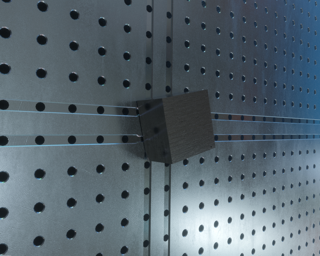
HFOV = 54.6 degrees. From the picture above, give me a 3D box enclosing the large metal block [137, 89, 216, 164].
[{"bbox_3d":[0.023,-0.004,0.410,0.081,0.050,0.080,-16,100,-39],"label":"large metal block"}]
